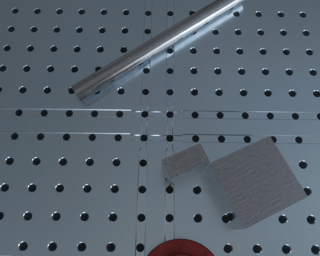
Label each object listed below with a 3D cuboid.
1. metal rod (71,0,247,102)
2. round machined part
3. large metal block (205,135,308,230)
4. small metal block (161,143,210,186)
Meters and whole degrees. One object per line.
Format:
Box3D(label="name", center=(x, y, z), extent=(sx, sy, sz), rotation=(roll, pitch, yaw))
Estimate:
Box3D(label="metal rod", center=(0.006, -0.129, 0.458), extent=(0.301, 0.025, 0.025), rotation=(-34, 74, -12))
Box3D(label="round machined part", center=(0.024, 0.173, 0.339), extent=(0.099, 0.042, 0.098), rotation=(0, 70, 0))
Box3D(label="large metal block", center=(0.112, 0.067, 0.375), extent=(0.080, 0.050, 0.080), rotation=(-24, 72, -9))
Box3D(label="small metal block", center=(0.030, 0.046, 0.382), extent=(0.050, 0.050, 0.025), rotation=(-22, 72, -8))
